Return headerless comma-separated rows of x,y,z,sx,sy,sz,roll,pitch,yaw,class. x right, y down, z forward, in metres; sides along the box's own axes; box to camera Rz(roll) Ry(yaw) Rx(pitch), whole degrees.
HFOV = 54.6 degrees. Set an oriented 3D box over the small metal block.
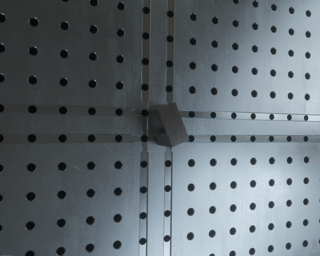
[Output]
0.008,-0.004,0.402,0.025,0.050,0.050,-24,99,-18,small metal block
